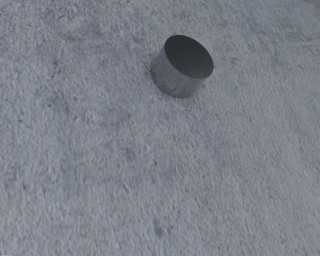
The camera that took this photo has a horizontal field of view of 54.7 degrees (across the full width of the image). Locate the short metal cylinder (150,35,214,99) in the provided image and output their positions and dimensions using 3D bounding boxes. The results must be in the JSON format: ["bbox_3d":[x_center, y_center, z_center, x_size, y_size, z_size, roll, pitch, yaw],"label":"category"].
[{"bbox_3d":[0.032,-0.091,0.462,0.081,0.050,0.080,14,56,-21],"label":"short metal cylinder"}]
